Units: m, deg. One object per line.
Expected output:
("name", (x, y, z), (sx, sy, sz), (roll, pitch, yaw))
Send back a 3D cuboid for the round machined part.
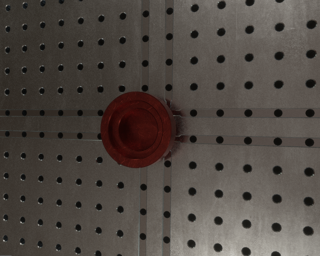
("round machined part", (-0.025, 0.002, 0.412), (0.098, 0.042, 0.097), (0, 90, 19))
